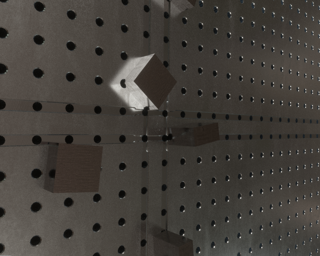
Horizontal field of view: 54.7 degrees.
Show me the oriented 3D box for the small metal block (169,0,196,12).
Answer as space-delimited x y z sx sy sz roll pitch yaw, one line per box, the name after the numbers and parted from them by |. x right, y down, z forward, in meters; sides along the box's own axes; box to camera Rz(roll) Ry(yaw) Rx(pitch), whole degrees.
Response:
0.030 -0.203 0.436 0.050 0.025 0.050 30 71 -36 | small metal block

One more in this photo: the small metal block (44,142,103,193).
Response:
-0.092 0.042 0.333 0.050 0.025 0.050 8 85 -40 | small metal block

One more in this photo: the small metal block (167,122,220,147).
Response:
0.047 0.008 0.435 0.050 0.050 0.025 -11 98 -40 | small metal block

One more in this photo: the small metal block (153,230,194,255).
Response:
0.018 0.170 0.411 0.025 0.050 0.050 -8 95 -40 | small metal block

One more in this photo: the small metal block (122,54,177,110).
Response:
-0.012 -0.059 0.401 0.050 0.025 0.050 48 61 -30 | small metal block
